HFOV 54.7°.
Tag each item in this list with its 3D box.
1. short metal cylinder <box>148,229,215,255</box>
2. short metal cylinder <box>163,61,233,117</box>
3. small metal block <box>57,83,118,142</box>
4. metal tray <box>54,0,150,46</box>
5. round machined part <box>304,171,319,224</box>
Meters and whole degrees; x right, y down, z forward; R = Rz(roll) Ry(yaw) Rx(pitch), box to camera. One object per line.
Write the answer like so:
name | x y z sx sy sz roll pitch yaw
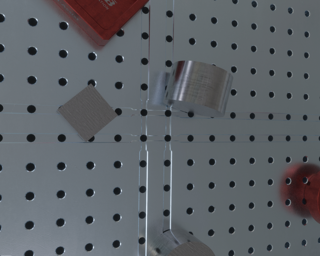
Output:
short metal cylinder | 0.029 0.182 0.410 0.081 0.050 0.079 0 90 -20
short metal cylinder | 0.049 -0.049 0.402 0.081 0.080 0.050 16 85 -20
small metal block | -0.089 -0.018 0.380 0.050 0.025 0.050 -42 104 -15
metal tray | -0.086 -0.179 0.377 0.130 0.030 0.090 44 76 -15
round machined part | 0.279 0.112 0.507 0.099 0.042 0.097 0 90 -20
